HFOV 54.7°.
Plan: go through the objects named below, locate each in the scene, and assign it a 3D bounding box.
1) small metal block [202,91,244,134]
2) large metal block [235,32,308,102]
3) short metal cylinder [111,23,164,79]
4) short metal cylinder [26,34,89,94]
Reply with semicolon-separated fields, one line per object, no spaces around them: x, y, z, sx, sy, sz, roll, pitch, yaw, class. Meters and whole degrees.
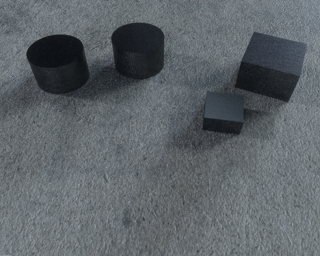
0.086;-0.021;0.422;0.050;0.025;0.050;7;50;6;small metal block
0.167;-0.094;0.467;0.080;0.050;0.080;19;52;15;large metal block
-0.034;-0.123;0.490;0.081;0.050;0.080;0;50;0;short metal cylinder
-0.152;-0.097;0.467;0.081;0.050;0.080;0;50;0;short metal cylinder
